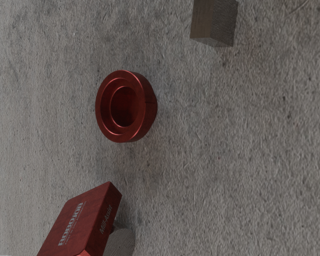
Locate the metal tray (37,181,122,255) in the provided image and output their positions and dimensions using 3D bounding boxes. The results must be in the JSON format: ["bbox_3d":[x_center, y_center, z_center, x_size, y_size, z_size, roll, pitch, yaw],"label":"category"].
[{"bbox_3d":[-0.108,0.137,0.420,0.090,0.130,0.030,-27,112,20],"label":"metal tray"}]

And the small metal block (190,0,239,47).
[{"bbox_3d":[0.060,-0.118,0.339,0.025,0.050,0.050,11,97,39],"label":"small metal block"}]

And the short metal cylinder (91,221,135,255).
[{"bbox_3d":[-0.081,0.168,0.437,0.050,0.081,0.079,19,102,38],"label":"short metal cylinder"}]

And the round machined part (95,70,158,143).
[{"bbox_3d":[-0.042,-0.029,0.429,0.098,0.042,0.097,0,90,40],"label":"round machined part"}]
